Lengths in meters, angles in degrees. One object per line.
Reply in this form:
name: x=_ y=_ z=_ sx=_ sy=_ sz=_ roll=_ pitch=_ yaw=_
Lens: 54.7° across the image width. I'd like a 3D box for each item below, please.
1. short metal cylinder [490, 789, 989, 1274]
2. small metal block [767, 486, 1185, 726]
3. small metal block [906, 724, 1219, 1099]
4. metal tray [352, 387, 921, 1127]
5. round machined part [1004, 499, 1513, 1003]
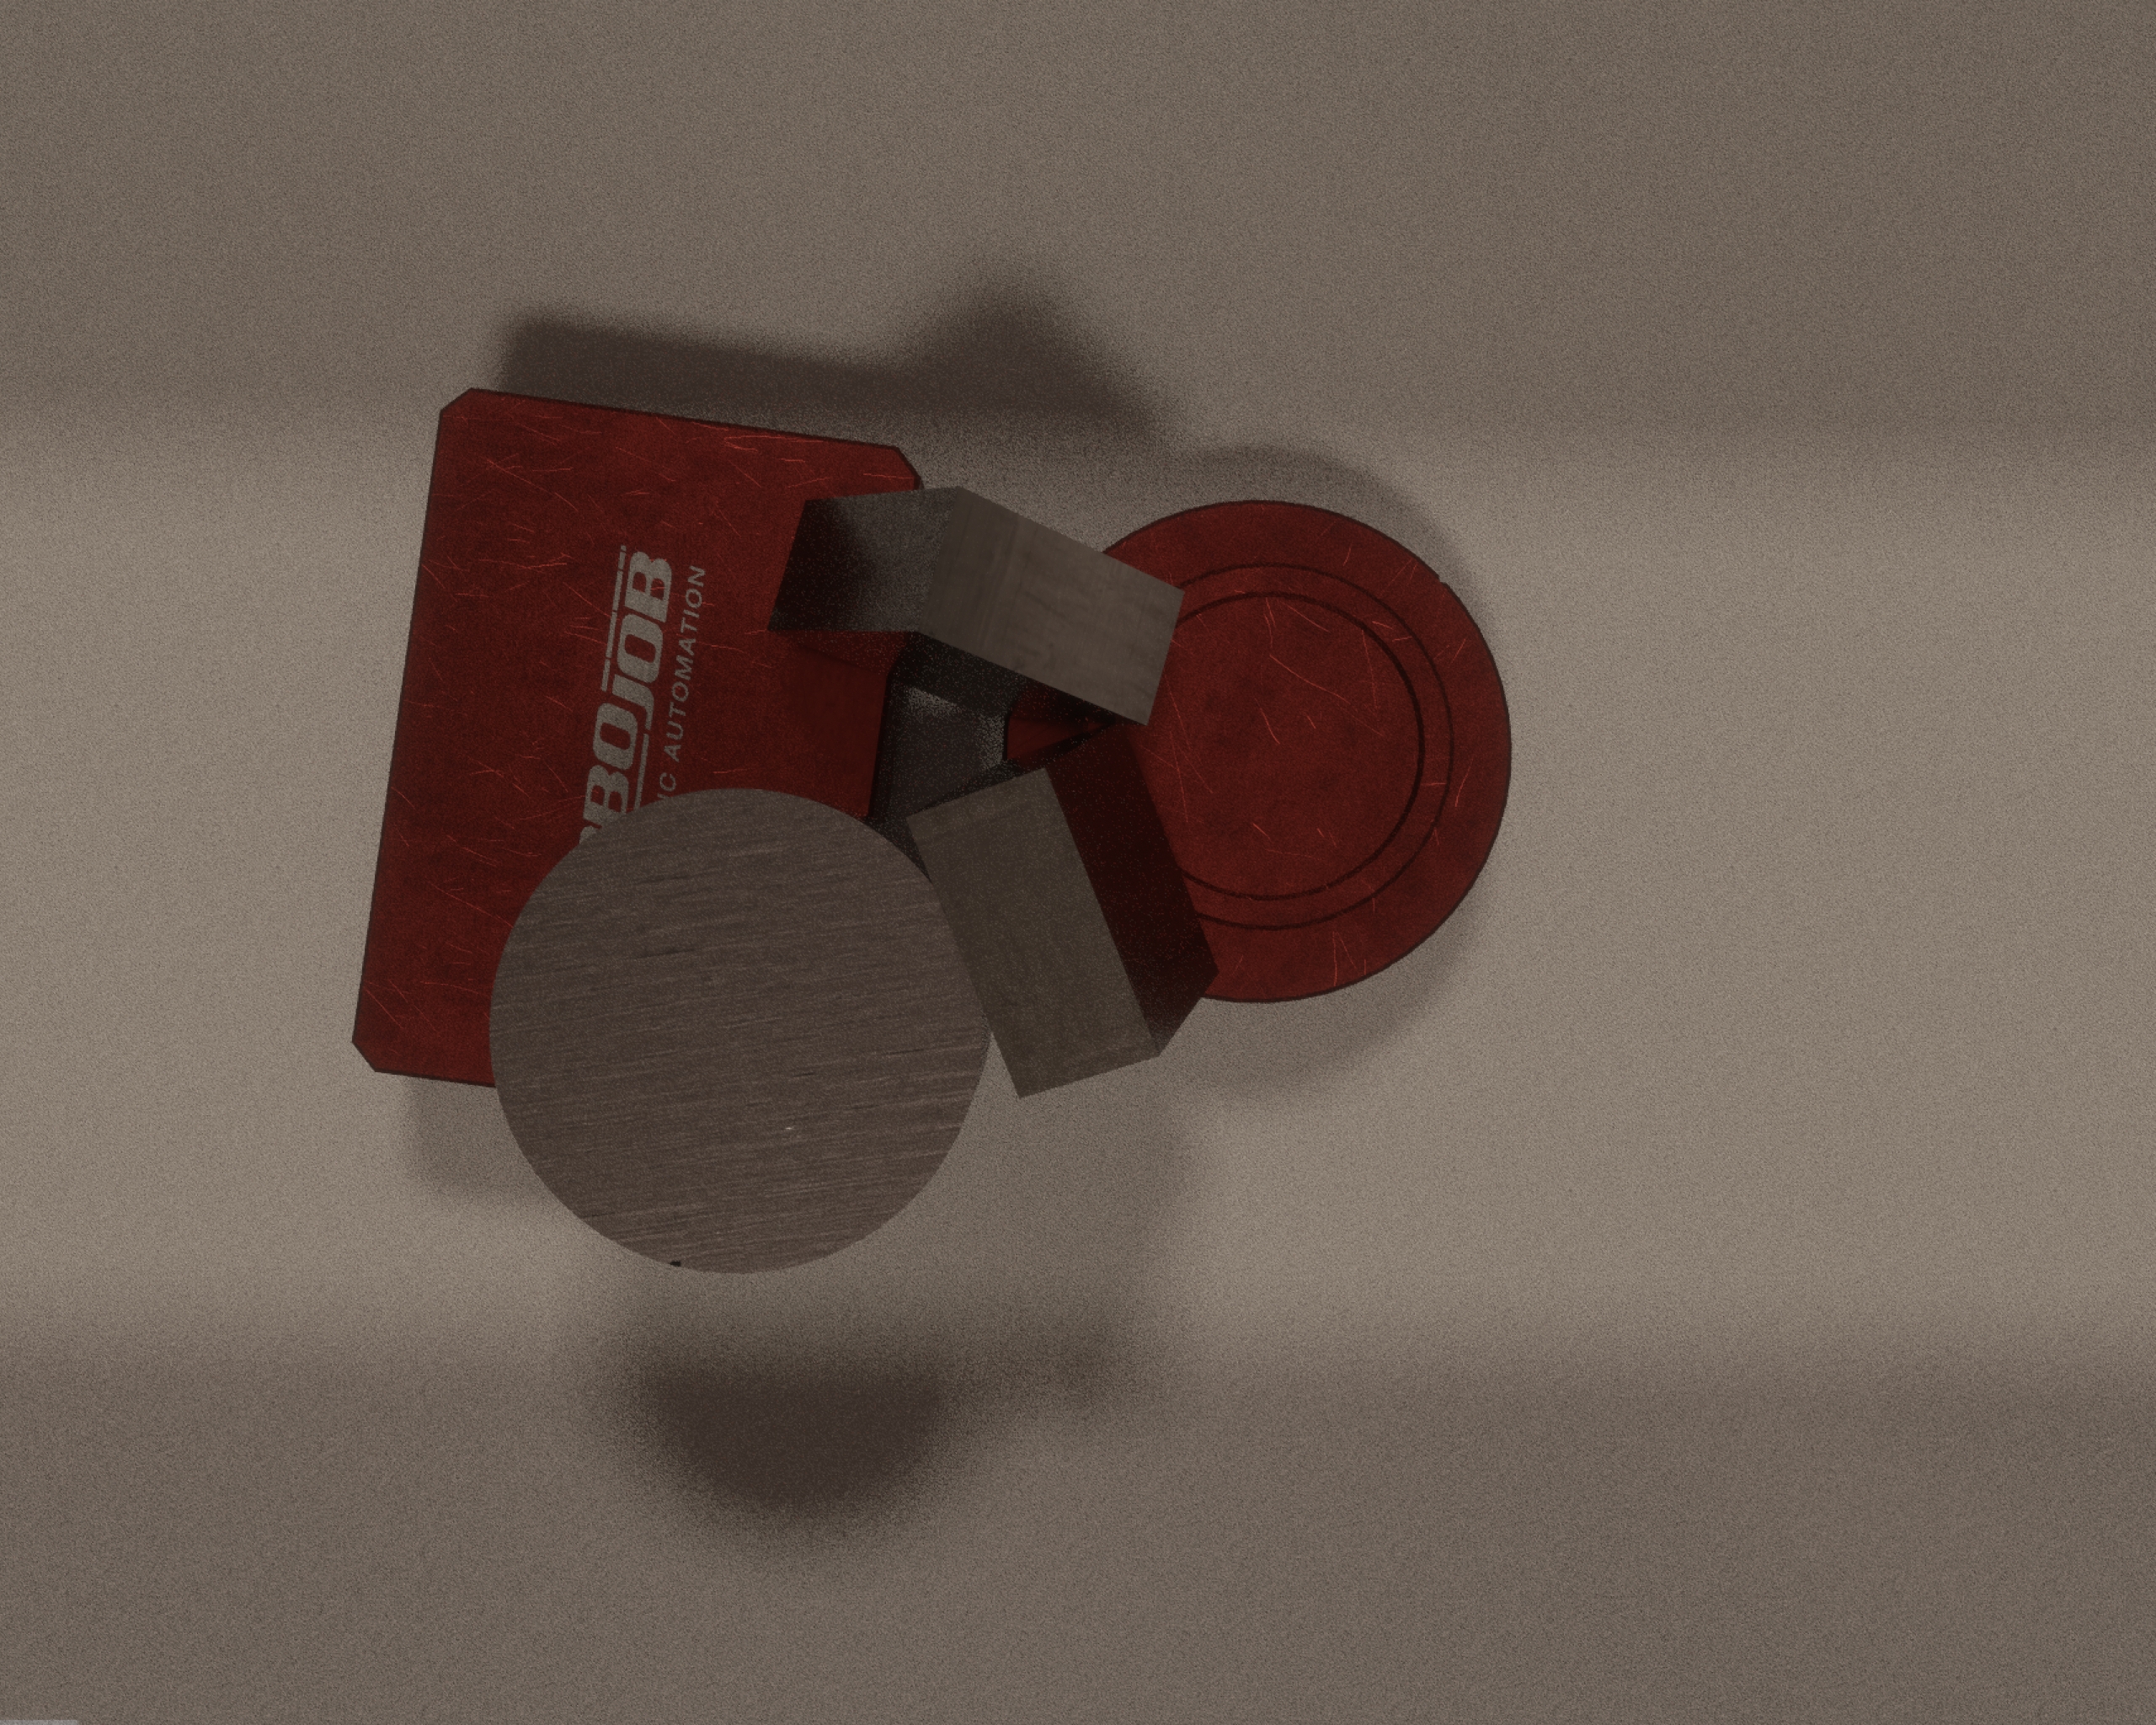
short metal cylinder: x=-0.056 y=0.027 z=0.367 sx=0.081 sy=0.050 sz=0.079 roll=0 pitch=90 yaw=-1
small metal block: x=-0.019 y=-0.045 z=0.372 sx=0.050 sy=0.050 sz=0.025 roll=19 pitch=83 yaw=-37
small metal block: x=-0.001 y=0.006 z=0.358 sx=0.025 sy=0.050 sz=0.050 roll=-19 pitch=97 yaw=18
metal tray: x=-0.083 y=-0.020 z=0.404 sx=0.091 sy=0.030 sz=0.129 roll=8 pitch=90 yaw=-1
round machined part: x=0.035 y=-0.021 z=0.401 sx=0.099 sy=0.042 sz=0.097 roll=0 pitch=90 yaw=-1
